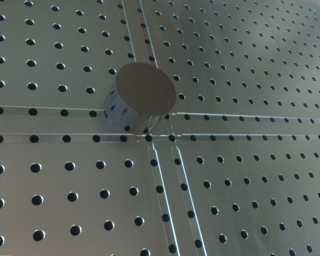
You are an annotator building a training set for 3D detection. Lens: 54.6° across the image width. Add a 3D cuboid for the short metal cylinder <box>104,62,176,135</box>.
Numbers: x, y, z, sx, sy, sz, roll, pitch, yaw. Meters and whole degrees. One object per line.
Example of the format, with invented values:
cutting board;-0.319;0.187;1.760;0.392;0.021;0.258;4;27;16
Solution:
short metal cylinder;-0.026;-0.038;0.401;0.081;0.050;0.080;13;56;-21
